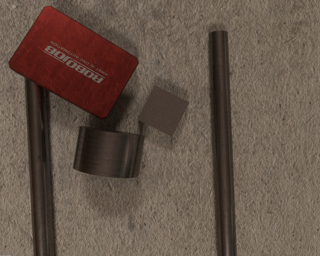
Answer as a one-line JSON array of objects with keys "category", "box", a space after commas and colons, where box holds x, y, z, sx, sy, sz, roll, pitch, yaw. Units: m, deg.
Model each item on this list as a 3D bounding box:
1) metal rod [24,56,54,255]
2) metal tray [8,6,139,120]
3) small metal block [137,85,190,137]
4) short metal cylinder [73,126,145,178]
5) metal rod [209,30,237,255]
[{"category": "metal rod", "box": [-0.158, 0.057, 0.407, 0.025, 0.025, 0.298, -3, 90, -1]}, {"category": "metal tray", "box": [-0.105, -0.079, 0.391, 0.131, 0.030, 0.090, 30, 83, -9]}, {"category": "small metal block", "box": [0.004, -0.022, 0.410, 0.050, 0.025, 0.050, 27, 90, -1]}, {"category": "short metal cylinder", "box": [-0.062, 0.028, 0.382, 0.081, 0.080, 0.050, 9, 90, -1]}, {"category": "metal rod", "box": [0.083, 0.023, 0.411, 0.025, 0.025, 0.298, -2, 90, -1]}]
